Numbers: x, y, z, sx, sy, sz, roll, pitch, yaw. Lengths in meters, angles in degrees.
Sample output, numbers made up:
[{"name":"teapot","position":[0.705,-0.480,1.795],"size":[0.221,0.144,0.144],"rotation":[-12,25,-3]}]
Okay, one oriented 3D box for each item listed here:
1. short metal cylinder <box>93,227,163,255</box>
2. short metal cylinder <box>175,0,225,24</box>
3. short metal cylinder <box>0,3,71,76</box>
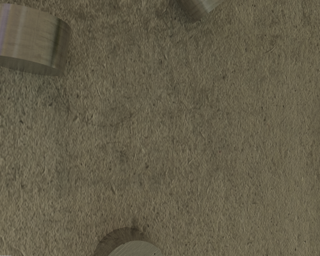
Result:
[{"name":"short metal cylinder","position":[-0.039,0.170,0.382],"size":[0.081,0.050,0.080],"rotation":[0,90,-20]},{"name":"short metal cylinder","position":[0.060,-0.181,0.401],"size":[0.080,0.080,0.050],"rotation":[-42,104,-15]},{"name":"short metal cylinder","position":[-0.140,-0.089,0.328],"size":[0.081,0.080,0.050],"rotation":[9,87,-20]}]
